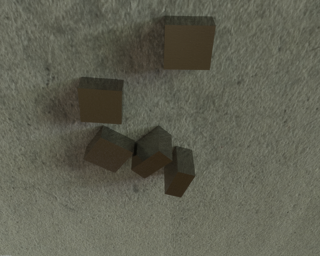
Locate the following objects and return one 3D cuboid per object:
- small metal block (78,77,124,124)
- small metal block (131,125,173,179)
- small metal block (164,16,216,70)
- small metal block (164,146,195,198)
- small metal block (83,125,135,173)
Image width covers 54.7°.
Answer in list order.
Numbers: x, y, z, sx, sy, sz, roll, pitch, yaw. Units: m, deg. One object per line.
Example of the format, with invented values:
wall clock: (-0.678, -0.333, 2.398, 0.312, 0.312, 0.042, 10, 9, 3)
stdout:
small metal block: (-0.071, -0.033, 0.378, 0.050, 0.025, 0.050, 4, 130, -4)
small metal block: (-0.011, 0.032, 0.418, 0.050, 0.050, 0.025, -36, 122, 26)
small metal block: (0.030, -0.090, 0.331, 0.050, 0.025, 0.050, 0, 130, -1)
small metal block: (0.027, 0.063, 0.445, 0.025, 0.050, 0.050, 15, 128, -13)
small metal block: (-0.071, 0.030, 0.432, 0.050, 0.025, 0.050, 28, 125, -22)
